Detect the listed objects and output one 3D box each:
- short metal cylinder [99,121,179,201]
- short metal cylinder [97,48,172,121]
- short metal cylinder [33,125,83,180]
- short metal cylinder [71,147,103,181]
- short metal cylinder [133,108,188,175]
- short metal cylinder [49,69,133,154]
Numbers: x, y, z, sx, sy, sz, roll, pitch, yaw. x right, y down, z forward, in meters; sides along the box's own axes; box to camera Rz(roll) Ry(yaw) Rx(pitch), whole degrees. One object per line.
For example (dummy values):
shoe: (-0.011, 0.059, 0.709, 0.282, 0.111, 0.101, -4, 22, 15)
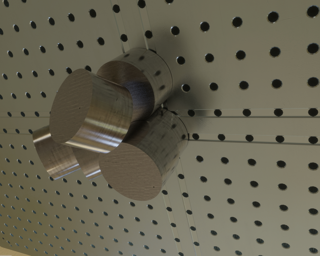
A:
short metal cylinder: (-0.024, 0.038, 0.364, 0.080, 0.050, 0.079, 13, 124, 21)
short metal cylinder: (-0.032, -0.052, 0.379, 0.080, 0.050, 0.079, 13, 124, 21)
short metal cylinder: (-0.147, 0.030, 0.463, 0.050, 0.080, 0.080, -24, 111, -8)
short metal cylinder: (-0.088, 0.026, 0.429, 0.050, 0.080, 0.080, -24, 111, -7)
short metal cylinder: (-0.009, 0.019, 0.411, 0.080, 0.050, 0.079, 13, 124, 21)
short metal cylinder: (-0.074, -0.017, 0.331, 0.080, 0.080, 0.050, -26, 147, 37)
